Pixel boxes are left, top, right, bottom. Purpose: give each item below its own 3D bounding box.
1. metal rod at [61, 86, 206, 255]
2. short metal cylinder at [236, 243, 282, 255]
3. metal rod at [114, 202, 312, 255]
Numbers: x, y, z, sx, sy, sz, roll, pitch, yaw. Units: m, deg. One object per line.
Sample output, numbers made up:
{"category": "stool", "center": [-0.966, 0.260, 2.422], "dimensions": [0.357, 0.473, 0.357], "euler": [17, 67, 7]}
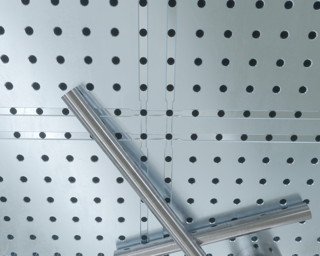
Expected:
{"category": "metal rod", "center": [-0.029, 0.073, 0.425], "dimensions": [0.025, 0.025, 0.299], "euler": [-34, 102, 11]}
{"category": "short metal cylinder", "center": [0.161, 0.230, 0.486], "dimensions": [0.081, 0.050, 0.079], "euler": [0, 110, 0]}
{"category": "metal rod", "center": [0.076, 0.164, 0.474], "dimensions": [0.301, 0.025, 0.025], "euler": [-16, 110, 5]}
